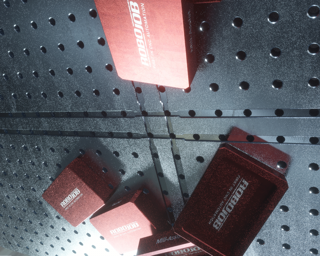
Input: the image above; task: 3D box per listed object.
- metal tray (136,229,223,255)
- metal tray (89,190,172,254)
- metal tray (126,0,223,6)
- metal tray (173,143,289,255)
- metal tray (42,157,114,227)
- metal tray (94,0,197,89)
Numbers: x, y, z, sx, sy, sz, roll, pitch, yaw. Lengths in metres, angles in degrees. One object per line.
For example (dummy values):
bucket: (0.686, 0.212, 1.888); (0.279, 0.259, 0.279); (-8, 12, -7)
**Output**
metal tray: (0.040, 0.194, 0.480); (0.130, 0.030, 0.090); (-25, 120, 27)
metal tray: (-0.054, 0.167, 0.540); (0.130, 0.030, 0.090); (-32, 101, 38)
metal tray: (0.002, -0.169, 0.302); (0.130, 0.030, 0.089); (6, 121, 25)
metal tray: (0.086, 0.096, 0.389); (0.090, 0.030, 0.129); (30, 104, 9)
metal tray: (-0.152, 0.120, 0.564); (0.090, 0.030, 0.129); (45, 129, -3)
metal tray: (-0.012, -0.103, 0.320); (0.090, 0.030, 0.130); (11, 144, 18)
